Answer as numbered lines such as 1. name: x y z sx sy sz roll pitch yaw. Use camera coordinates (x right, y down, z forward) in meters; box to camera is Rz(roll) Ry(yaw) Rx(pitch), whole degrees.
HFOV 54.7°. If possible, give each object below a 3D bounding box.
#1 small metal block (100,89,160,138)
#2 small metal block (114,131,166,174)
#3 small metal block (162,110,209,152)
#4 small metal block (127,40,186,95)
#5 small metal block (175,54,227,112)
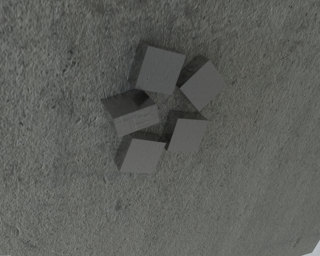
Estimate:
1. small metal block: -0.035 -0.020 0.359 0.050 0.050 0.025 -21 127 -16
2. small metal block: -0.027 0.032 0.412 0.050 0.025 0.050 10 114 -33
3. small metal block: 0.033 0.005 0.428 0.050 0.025 0.050 3 117 -30
4. small metal block: -0.004 -0.070 0.361 0.050 0.025 0.050 6 116 -31
5. small metal block: 0.050 -0.058 0.399 0.050 0.025 0.050 -44 129 2
